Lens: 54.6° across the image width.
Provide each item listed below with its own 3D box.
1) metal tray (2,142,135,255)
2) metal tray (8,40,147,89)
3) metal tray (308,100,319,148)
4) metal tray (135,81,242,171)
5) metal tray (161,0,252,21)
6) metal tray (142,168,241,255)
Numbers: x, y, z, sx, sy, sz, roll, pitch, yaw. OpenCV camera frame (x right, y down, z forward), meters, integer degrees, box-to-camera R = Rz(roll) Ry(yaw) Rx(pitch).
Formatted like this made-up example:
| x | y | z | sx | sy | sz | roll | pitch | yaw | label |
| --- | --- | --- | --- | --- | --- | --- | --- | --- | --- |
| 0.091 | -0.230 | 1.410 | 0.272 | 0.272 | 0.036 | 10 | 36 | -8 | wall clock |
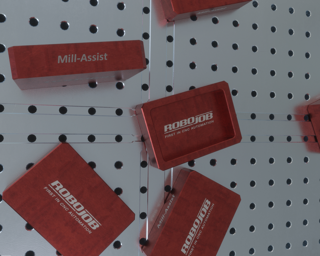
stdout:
| x | y | z | sx | sy | sz | roll | pitch | yaw | label |
| --- | --- | --- | --- | --- | --- | --- | --- | --- | --- |
| -0.105 | 0.091 | 0.371 | 0.090 | 0.030 | 0.130 | -43 | 104 | -15 | metal tray |
| -0.090 | -0.069 | 0.344 | 0.131 | 0.090 | 0.030 | -9 | 93 | -20 | metal tray |
| 0.321 | -0.019 | 0.527 | 0.131 | 0.030 | 0.090 | -24 | 98 | -19 | metal tray |
| 0.041 | -0.005 | 0.424 | 0.131 | 0.030 | 0.090 | -18 | 96 | -19 | metal tray |
| 0.061 | -0.208 | 0.432 | 0.131 | 0.030 | 0.090 | -18 | 96 | -19 | metal tray |
| 0.045 | 0.132 | 0.427 | 0.090 | 0.030 | 0.130 | 30 | 80 | -18 | metal tray |
